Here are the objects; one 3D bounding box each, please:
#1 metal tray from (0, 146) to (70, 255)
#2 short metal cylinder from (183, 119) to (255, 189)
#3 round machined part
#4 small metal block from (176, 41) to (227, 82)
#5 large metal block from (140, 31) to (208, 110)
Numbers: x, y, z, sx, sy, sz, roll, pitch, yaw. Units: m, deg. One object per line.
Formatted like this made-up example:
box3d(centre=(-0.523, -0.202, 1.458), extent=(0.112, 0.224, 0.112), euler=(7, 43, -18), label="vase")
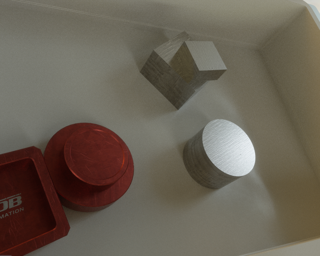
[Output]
box3d(centre=(-0.155, 0.076, 0.261), extent=(0.131, 0.030, 0.090), euler=(-16, 77, -38), label="metal tray")
box3d(centre=(0.078, 0.035, 0.412), extent=(0.081, 0.050, 0.080), euler=(14, 56, -21), label="short metal cylinder")
box3d(centre=(-0.072, 0.036, 0.332), extent=(0.099, 0.042, 0.098), euler=(16, 54, -23), label="round machined part")
box3d(centre=(0.058, -0.093, 0.432), extent=(0.050, 0.025, 0.050), euler=(-9, 67, -32), label="small metal block")
box3d(centre=(0.032, -0.087, 0.462), extent=(0.080, 0.050, 0.080), euler=(45, 51, 3), label="large metal block")
